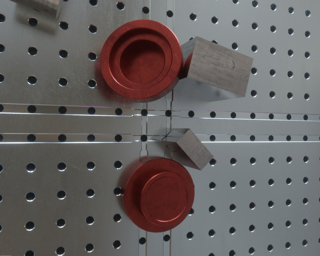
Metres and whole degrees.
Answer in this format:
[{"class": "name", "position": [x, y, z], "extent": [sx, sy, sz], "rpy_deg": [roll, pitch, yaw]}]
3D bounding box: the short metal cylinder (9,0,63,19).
[{"class": "short metal cylinder", "position": [-0.126, -0.168, 0.336], "extent": [0.050, 0.080, 0.080], "rpy_deg": [18, 84, -19]}]

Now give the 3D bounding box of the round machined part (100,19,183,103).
[{"class": "round machined part", "position": [-0.020, -0.079, 0.381], "extent": [0.098, 0.042, 0.097], "rpy_deg": [-1, 82, 10]}]

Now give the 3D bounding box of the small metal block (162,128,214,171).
[{"class": "small metal block", "position": [0.036, 0.027, 0.413], "extent": [0.025, 0.050, 0.050], "rpy_deg": [-45, 104, -14]}]

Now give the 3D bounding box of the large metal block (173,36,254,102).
[{"class": "large metal block", "position": [0.060, -0.072, 0.405], "extent": [0.081, 0.080, 0.050], "rpy_deg": [15, 85, -20]}]

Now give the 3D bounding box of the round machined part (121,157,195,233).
[{"class": "round machined part", "position": [0.002, 0.088, 0.404], "extent": [0.099, 0.042, 0.097], "rpy_deg": [0, 90, -20]}]
